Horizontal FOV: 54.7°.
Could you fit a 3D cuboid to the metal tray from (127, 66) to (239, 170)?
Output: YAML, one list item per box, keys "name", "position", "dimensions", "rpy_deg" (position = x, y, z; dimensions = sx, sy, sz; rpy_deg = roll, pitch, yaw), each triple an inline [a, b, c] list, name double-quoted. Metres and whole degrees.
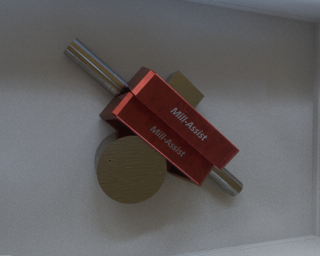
- name: "metal tray"
  position: [0.023, -0.014, 0.357]
  dimensions: [0.130, 0.090, 0.030]
  rpy_deg: [41, 94, -16]

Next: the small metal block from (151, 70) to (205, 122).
- name: "small metal block"
  position: [0.023, -0.041, 0.418]
  dimensions: [0.050, 0.025, 0.050]
  rpy_deg: [42, 76, -16]

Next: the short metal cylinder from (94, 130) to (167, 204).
- name: "short metal cylinder"
  position: [-0.037, 0.045, 0.377]
  dimensions: [0.081, 0.050, 0.079]
  rpy_deg: [-2, 98, -15]

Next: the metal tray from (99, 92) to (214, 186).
- name: "metal tray"
  position: [-0.007, 0.014, 0.373]
  dimensions: [0.130, 0.090, 0.030]
  rpy_deg: [41, 77, -16]

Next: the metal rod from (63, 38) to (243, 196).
- name: "metal rod"
  position: [0.002, -0.005, 0.412]
  dimensions: [0.300, 0.025, 0.025]
  rpy_deg: [41, 77, -16]
